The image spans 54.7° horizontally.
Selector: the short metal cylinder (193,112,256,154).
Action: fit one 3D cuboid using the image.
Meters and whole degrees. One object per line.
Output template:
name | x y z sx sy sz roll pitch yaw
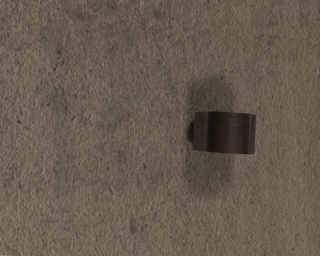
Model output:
short metal cylinder | 0.085 0.006 0.413 0.081 0.080 0.050 4 89 -20
